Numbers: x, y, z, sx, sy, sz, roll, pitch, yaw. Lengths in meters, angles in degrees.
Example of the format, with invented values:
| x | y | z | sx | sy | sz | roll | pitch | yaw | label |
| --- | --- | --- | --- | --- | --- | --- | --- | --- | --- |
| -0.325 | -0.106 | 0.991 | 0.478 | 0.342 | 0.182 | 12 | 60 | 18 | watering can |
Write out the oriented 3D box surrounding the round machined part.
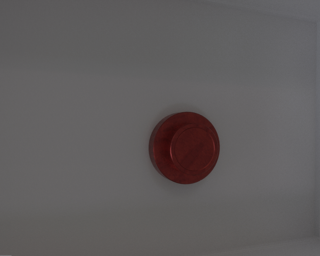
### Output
| x | y | z | sx | sy | sz | roll | pitch | yaw | label |
| --- | --- | --- | --- | --- | --- | --- | --- | --- | --- |
| 0.038 | 0.027 | 0.415 | 0.099 | 0.042 | 0.097 | 0 | 90 | -20 | round machined part |
